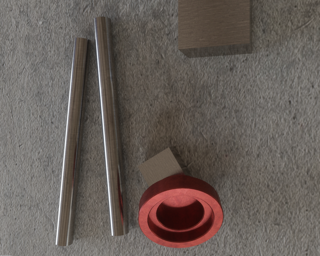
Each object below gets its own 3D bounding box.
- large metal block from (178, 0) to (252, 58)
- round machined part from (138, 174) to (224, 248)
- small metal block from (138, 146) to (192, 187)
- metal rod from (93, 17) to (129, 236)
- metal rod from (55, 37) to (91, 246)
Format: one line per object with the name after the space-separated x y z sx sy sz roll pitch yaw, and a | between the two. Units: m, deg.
0.068 -0.132 0.372 0.080 0.050 0.079 0 90 19 | large metal block
0.024 0.095 0.375 0.099 0.042 0.097 -1 120 -1 | round machined part
0.008 0.058 0.406 0.050 0.025 0.050 -33 80 16 | small metal block
-0.068 -0.004 0.431 0.025 0.025 0.298 -6 88 19 | metal rod
-0.127 0.021 0.452 0.025 0.025 0.298 6 92 19 | metal rod
